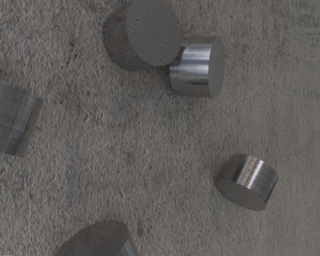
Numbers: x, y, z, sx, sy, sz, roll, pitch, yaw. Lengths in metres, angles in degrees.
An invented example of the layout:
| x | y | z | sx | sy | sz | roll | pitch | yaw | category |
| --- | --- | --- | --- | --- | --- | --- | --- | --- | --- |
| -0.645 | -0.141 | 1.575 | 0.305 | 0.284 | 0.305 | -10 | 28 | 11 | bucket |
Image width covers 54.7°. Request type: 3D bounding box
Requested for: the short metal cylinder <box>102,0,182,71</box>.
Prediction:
| x | y | z | sx | sy | sz | roll | pitch | yaw | category |
| --- | --- | --- | --- | --- | --- | --- | --- | --- | --- |
| -0.021 | -0.111 | 0.371 | 0.081 | 0.050 | 0.080 | 0 | 90 | -40 | short metal cylinder |

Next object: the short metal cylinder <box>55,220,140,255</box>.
| x | y | z | sx | sy | sz | roll | pitch | yaw | category |
| --- | --- | --- | --- | --- | --- | --- | --- | --- | --- |
| -0.061 | 0.141 | 0.318 | 0.081 | 0.080 | 0.050 | -32 | 110 | -36 | short metal cylinder |

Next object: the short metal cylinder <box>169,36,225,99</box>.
| x | y | z | sx | sy | sz | roll | pitch | yaw | category |
| --- | --- | --- | --- | --- | --- | --- | --- | --- | --- |
| 0.052 | -0.080 | 0.412 | 0.080 | 0.050 | 0.080 | 6 | 90 | -66 | short metal cylinder |

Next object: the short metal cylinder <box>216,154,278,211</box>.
| x | y | z | sx | sy | sz | roll | pitch | yaw | category |
| --- | --- | --- | --- | --- | --- | --- | --- | --- | --- |
| 0.134 | 0.085 | 0.481 | 0.080 | 0.080 | 0.050 | 50 | 61 | -29 | short metal cylinder |

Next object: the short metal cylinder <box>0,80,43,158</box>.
| x | y | z | sx | sy | sz | roll | pitch | yaw | category |
| --- | --- | --- | --- | --- | --- | --- | --- | --- | --- |
| -0.143 | -0.010 | 0.249 | 0.080 | 0.080 | 0.050 | 23 | 76 | -38 | short metal cylinder |
